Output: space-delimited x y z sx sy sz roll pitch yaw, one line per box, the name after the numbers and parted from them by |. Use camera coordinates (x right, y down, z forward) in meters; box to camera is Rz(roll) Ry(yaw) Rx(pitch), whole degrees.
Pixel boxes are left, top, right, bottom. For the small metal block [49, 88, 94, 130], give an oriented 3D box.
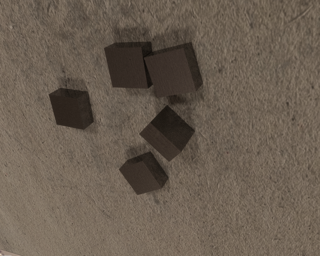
-0.130 -0.029 0.455 0.050 0.025 0.050 10 123 22 | small metal block

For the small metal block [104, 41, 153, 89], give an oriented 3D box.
-0.035 -0.076 0.377 0.050 0.025 0.050 5 121 25 | small metal block

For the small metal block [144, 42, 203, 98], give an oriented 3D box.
0.016 -0.066 0.356 0.050 0.025 0.050 -6 116 30 | small metal block

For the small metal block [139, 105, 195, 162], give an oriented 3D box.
0.010 0.006 0.388 0.050 0.050 0.025 44 129 -2 | small metal block

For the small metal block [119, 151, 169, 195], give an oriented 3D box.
-0.024 0.068 0.460 0.050 0.025 0.050 -23 106 36 | small metal block
